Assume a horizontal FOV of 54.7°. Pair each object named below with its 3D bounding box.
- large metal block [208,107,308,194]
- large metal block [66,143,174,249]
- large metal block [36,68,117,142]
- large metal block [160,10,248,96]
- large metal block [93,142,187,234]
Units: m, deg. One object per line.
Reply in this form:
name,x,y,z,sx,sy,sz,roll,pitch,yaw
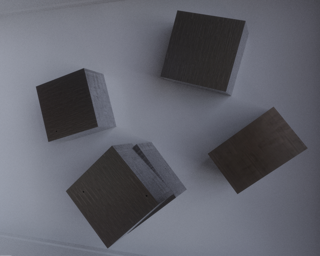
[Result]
large metal block,0.108,0.023,0.343,0.080,0.080,0.050,-38,78,16
large metal block,-0.046,0.075,0.359,0.080,0.050,0.080,-44,77,14
large metal block,-0.117,-0.030,0.437,0.080,0.050,0.080,-16,85,19
large metal block,0.055,-0.089,0.377,0.080,0.050,0.079,16,95,19
large metal block,-0.026,0.075,0.405,0.080,0.050,0.080,-40,78,15
